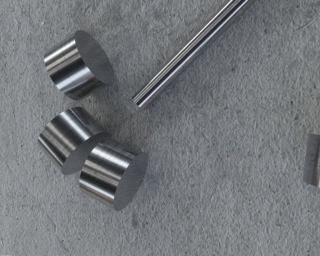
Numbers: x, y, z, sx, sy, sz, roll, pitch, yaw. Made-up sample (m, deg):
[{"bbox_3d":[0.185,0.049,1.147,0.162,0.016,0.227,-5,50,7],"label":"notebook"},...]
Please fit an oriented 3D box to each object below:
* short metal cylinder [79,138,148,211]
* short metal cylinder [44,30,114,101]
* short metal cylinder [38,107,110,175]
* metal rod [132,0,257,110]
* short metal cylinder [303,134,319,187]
[{"bbox_3d":[-0.058,0.059,0.400,0.050,0.080,0.080,23,98,18],"label":"short metal cylinder"},{"bbox_3d":[-0.106,-0.083,0.417,0.050,0.080,0.080,-26,82,18],"label":"short metal cylinder"},{"bbox_3d":[-0.115,0.018,0.420,0.050,0.080,0.080,44,104,14],"label":"short metal cylinder"},{"bbox_3d":[0.077,-0.133,0.381,0.299,0.025,0.025,-43,77,14],"label":"metal rod"},{"bbox_3d":[0.191,0.035,0.312,0.080,0.080,0.050,7,93,20],"label":"short metal cylinder"}]
